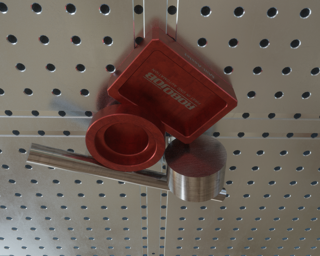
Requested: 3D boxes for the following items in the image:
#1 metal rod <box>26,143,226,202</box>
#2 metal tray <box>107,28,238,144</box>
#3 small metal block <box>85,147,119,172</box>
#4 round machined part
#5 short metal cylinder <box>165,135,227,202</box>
[{"bbox_3d":[-0.030,0.069,0.444,0.302,0.025,0.025,17,129,-25],"label":"metal rod"},{"bbox_3d":[0.016,-0.044,0.370,0.130,0.030,0.090,33,122,-25],"label":"metal tray"},{"bbox_3d":[-0.076,0.036,0.441,0.050,0.025,0.050,22,127,-18],"label":"small metal block"},{"bbox_3d":[-0.042,0.008,0.396,0.099,0.042,0.097,1,130,1],"label":"round machined part"},{"bbox_3d":[0.048,0.053,0.419,0.080,0.080,0.050,-3,130,2],"label":"short metal cylinder"}]
